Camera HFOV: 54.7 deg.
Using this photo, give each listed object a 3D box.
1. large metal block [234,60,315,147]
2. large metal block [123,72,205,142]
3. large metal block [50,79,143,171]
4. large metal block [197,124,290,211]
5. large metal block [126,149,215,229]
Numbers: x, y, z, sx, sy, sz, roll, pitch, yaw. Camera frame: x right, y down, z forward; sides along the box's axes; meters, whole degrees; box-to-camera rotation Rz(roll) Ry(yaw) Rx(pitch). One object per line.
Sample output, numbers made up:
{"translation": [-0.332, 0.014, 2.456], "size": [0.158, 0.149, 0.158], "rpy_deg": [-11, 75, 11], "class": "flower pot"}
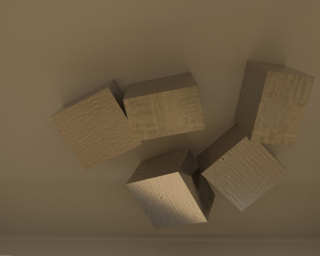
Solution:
{"translation": [0.131, -0.033, 0.371], "size": [0.050, 0.080, 0.079], "rpy_deg": [7, 110, -3], "class": "large metal block"}
{"translation": [0.005, -0.028, 0.371], "size": [0.080, 0.080, 0.050], "rpy_deg": [-11, 110, 4], "class": "large metal block"}
{"translation": [-0.076, -0.005, 0.395], "size": [0.080, 0.050, 0.080], "rpy_deg": [-26, 108, 9], "class": "large metal block"}
{"translation": [0.109, 0.050, 0.417], "size": [0.080, 0.050, 0.080], "rpy_deg": [-43, 105, 14], "class": "large metal block"}
{"translation": [0.016, 0.083, 0.414], "size": [0.080, 0.050, 0.080], "rpy_deg": [-19, 111, 30], "class": "large metal block"}
